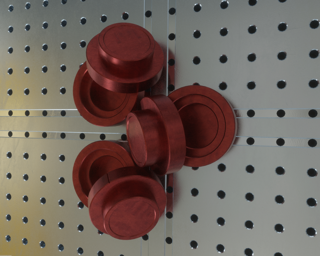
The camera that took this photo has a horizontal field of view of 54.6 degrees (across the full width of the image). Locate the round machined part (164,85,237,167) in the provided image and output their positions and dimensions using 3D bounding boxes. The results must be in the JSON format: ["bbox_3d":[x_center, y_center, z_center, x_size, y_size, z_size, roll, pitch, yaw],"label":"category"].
[{"bbox_3d":[0.047,-0.003,0.387,0.098,0.042,0.097,0,90,20],"label":"round machined part"}]

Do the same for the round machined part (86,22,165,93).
[{"bbox_3d":[-0.042,-0.094,0.390,0.099,0.042,0.098,5,56,-8],"label":"round machined part"}]

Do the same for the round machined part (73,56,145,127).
[{"bbox_3d":[-0.066,-0.050,0.426,0.098,0.042,0.097,0,90,20],"label":"round machined part"}]

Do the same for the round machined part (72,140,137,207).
[{"bbox_3d":[-0.067,0.065,0.427,0.098,0.042,0.097,0,90,20],"label":"round machined part"}]

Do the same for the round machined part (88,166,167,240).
[{"bbox_3d":[-0.038,0.100,0.387,0.099,0.042,0.097,-8,119,-14],"label":"round machined part"}]

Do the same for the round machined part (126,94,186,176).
[{"bbox_3d":[-0.011,0.010,0.376,0.042,0.098,0.098,-11,85,-22],"label":"round machined part"}]
